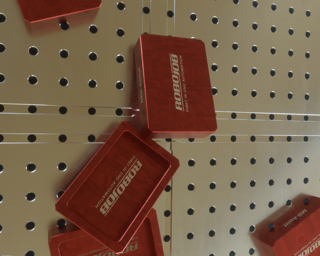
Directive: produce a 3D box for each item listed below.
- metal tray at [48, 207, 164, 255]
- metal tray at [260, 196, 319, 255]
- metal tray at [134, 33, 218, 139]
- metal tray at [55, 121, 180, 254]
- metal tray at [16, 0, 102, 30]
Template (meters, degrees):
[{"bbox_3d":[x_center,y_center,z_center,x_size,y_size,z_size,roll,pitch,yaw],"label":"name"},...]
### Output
[{"bbox_3d":[-0.063,0.155,0.386,0.131,0.030,0.090,-11,94,-20],"label":"metal tray"},{"bbox_3d":[0.233,0.182,0.496,0.131,0.030,0.090,-28,99,-18],"label":"metal tray"},{"bbox_3d":[0.019,-0.053,0.397,0.091,0.030,0.130,0,73,-20],"label":"metal tray"},{"bbox_3d":[-0.048,0.067,0.370,0.090,0.030,0.130,38,67,-4],"label":"metal tray"},{"bbox_3d":[-0.133,-0.190,0.361,0.091,0.030,0.129,-21,97,-19],"label":"metal tray"}]
